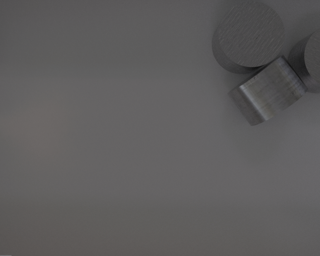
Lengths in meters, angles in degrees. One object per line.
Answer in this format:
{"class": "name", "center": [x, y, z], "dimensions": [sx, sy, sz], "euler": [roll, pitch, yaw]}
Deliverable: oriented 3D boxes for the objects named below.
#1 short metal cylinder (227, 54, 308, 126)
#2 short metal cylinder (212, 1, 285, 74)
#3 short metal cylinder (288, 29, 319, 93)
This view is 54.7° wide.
{"class": "short metal cylinder", "center": [0.132, -0.046, 0.385], "dimensions": [0.080, 0.080, 0.050], "euler": [-36, 90, 0]}
{"class": "short metal cylinder", "center": [0.111, -0.114, 0.399], "dimensions": [0.081, 0.050, 0.080], "euler": [0, 90, 0]}
{"class": "short metal cylinder", "center": [0.215, -0.087, 0.400], "dimensions": [0.081, 0.050, 0.080], "euler": [0, 90, 0]}
